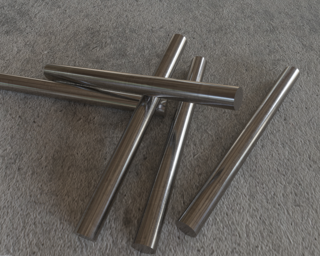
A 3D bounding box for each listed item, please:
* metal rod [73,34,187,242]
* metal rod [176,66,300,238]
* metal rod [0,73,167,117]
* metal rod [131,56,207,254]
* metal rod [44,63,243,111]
[{"bbox_3d":[-0.024,-0.010,0.385,0.025,0.025,0.300,16,60,13],"label":"metal rod"},{"bbox_3d":[0.114,0.010,0.395,0.025,0.025,0.301,29,55,22],"label":"metal rod"},{"bbox_3d":[-0.139,-0.053,0.446,0.301,0.025,0.025,10,51,8],"label":"metal rod"},{"bbox_3d":[0.023,0.007,0.396,0.025,0.025,0.300,12,51,9],"label":"metal rod"},{"bbox_3d":[-0.044,-0.058,0.398,0.300,0.025,0.025,13,49,32],"label":"metal rod"}]
